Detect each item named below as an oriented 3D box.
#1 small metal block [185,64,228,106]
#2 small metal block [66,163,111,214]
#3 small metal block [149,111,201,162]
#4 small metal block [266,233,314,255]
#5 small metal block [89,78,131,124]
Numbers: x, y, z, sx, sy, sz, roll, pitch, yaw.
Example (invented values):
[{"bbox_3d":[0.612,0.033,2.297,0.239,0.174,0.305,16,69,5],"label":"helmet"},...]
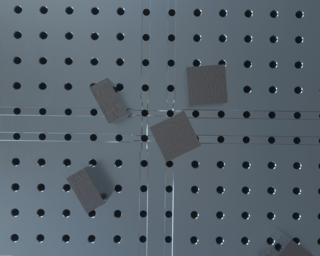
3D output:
[{"bbox_3d":[0.061,-0.056,0.414,0.050,0.025,0.050,-4,90,0],"label":"small metal block"},{"bbox_3d":[-0.090,0.076,0.400,0.025,0.050,0.050,-30,90,0],"label":"small metal block"},{"bbox_3d":[0.020,0.011,0.414,0.050,0.025,0.050,-26,90,0],"label":"small metal block"},{"bbox_3d":[0.175,0.179,0.415,0.050,0.025,0.050,37,90,0],"label":"small metal block"},{"bbox_3d":[-0.063,-0.033,0.400,0.025,0.050,0.050,-28,90,0],"label":"small metal block"}]
